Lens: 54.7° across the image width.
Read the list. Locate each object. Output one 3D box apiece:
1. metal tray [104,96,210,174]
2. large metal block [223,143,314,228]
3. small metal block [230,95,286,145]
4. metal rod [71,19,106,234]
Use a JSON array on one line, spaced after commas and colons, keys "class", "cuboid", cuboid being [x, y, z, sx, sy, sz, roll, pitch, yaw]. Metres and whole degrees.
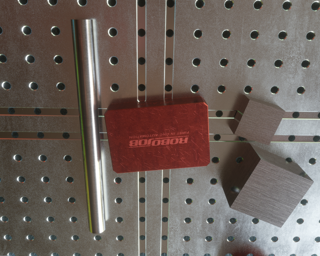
[{"class": "metal tray", "cuboid": [-0.002, 0.010, 0.414, 0.131, 0.030, 0.089, -5, 110, 1]}, {"class": "large metal block", "cuboid": [0.147, 0.080, 0.432, 0.080, 0.050, 0.079, 23, 108, -9]}, {"class": "small metal block", "cuboid": [0.129, -0.011, 0.411, 0.050, 0.025, 0.050, 17, 109, -7]}, {"class": "metal rod", "cuboid": [-0.093, 0.012, 0.416, 0.025, 0.025, 0.298, 0, 110, -1]}]
